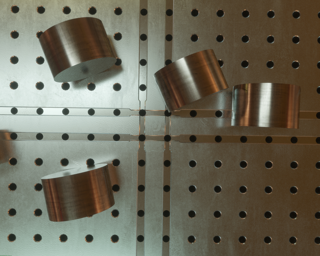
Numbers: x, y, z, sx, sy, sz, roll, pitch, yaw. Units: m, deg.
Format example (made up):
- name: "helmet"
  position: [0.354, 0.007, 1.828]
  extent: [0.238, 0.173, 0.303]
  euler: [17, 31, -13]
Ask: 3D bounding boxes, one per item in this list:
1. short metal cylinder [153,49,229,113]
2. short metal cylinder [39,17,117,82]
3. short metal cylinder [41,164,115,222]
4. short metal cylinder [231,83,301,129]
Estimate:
- name: "short metal cylinder"
  position: [0.038, -0.057, 0.386]
  extent: [0.080, 0.080, 0.050]
  euler: [-23, 90, 0]
- name: "short metal cylinder"
  position: [-0.101, -0.095, 0.385]
  extent: [0.080, 0.080, 0.050]
  euler: [-21, 90, 0]
- name: "short metal cylinder"
  position: [-0.101, 0.078, 0.385]
  extent: [0.080, 0.080, 0.050]
  euler: [-11, 90, 0]
- name: "short metal cylinder"
  position: [0.131, -0.026, 0.388]
  extent: [0.081, 0.080, 0.050]
  euler: [3, 90, -1]
